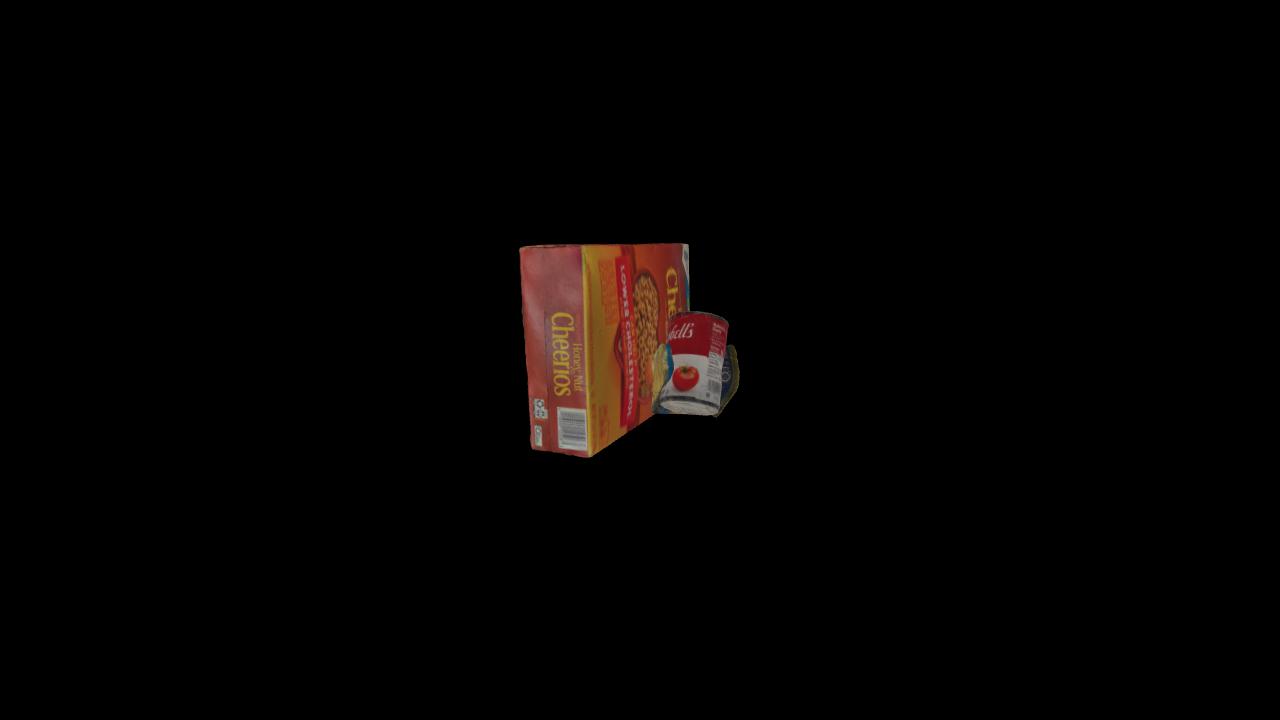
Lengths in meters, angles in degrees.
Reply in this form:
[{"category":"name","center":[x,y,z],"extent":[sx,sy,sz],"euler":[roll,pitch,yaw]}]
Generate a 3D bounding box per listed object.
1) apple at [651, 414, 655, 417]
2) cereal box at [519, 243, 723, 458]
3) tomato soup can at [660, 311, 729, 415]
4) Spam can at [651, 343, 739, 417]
[{"category":"apple","center":[-0.014,0.041,0.764],"extent":[0.093,0.079,0.079],"euler":[-16,-7,26]},{"category":"cereal box","center":[-0.020,-0.032,0.709],"extent":[0.081,0.203,0.306],"euler":[3,11,23]},{"category":"tomato soup can","center":[0.060,0.005,0.677],"extent":[0.068,0.101,0.068],"euler":[7,-15,2]},{"category":"Spam can","center":[0.056,0.024,0.703],"extent":[0.085,0.058,0.101],"euler":[2,-31,-11]}]
